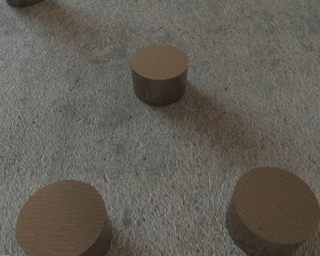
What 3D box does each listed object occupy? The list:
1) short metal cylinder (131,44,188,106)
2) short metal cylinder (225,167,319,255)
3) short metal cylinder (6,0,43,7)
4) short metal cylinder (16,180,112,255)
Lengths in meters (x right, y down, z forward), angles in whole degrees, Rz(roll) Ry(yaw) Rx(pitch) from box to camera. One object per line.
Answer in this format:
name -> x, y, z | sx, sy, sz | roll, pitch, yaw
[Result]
short metal cylinder -> -0.001, -0.078, 0.453 | 0.080, 0.050, 0.080 | 0, 50, 0
short metal cylinder -> 0.111, 0.086, 0.315 | 0.080, 0.050, 0.080 | 0, 50, 0
short metal cylinder -> -0.280, -0.289, 0.628 | 0.080, 0.050, 0.080 | 0, 50, 0
short metal cylinder -> -0.090, 0.098, 0.304 | 0.080, 0.050, 0.080 | 0, 50, 0
